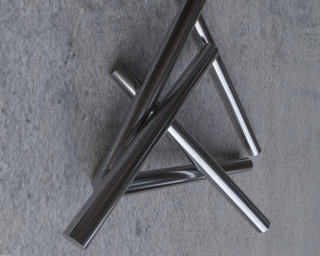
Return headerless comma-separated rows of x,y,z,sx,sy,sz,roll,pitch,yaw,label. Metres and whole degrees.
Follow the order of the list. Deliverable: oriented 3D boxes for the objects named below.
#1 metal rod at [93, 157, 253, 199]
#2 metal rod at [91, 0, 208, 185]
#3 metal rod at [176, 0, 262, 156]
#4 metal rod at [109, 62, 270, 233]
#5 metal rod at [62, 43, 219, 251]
0.044,0.063,0.424,0.302,0.025,0.025,0,90,-46,metal rod
0.000,-0.066,0.352,0.025,0.025,0.299,27,90,-37,metal rod
0.098,-0.077,0.489,0.025,0.025,0.299,-45,117,-31,metal rod
0.048,0.035,0.405,0.300,0.025,0.025,47,61,-16,metal rod
-0.002,-0.005,0.348,0.025,0.025,0.301,54,52,-26,metal rod
